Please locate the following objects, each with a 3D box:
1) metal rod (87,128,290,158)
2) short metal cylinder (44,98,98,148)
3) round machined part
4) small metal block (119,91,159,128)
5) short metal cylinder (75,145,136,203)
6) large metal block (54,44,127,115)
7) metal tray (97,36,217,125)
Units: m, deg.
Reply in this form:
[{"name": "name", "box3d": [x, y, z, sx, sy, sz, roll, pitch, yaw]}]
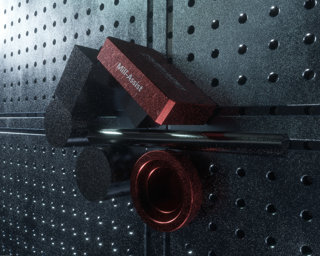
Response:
[{"name": "metal rod", "box3d": [0.009, 0.015, 0.402, 0.300, 0.025, 0.025, 1, 91, 40]}, {"name": "short metal cylinder", "box3d": [-0.149, -0.008, 0.515, 0.080, 0.050, 0.080, 0, 90, 40]}, {"name": "round machined part", "box3d": [0.012, 0.075, 0.389, 0.098, 0.042, 0.097, 0, 90, 40]}, {"name": "small metal block", "box3d": [-0.023, -0.035, 0.429, 0.050, 0.025, 0.050, -46, 63, 30]}, {"name": "short metal cylinder", "box3d": [-0.080, 0.066, 0.459, 0.080, 0.050, 0.080, 0, 90, 40]}, {"name": "large metal block", "box3d": [-0.093, -0.066, 0.451, 0.050, 0.081, 0.080, 46, 117, 29]}, {"name": "metal tray", "box3d": [-0.004, -0.056, 0.370, 0.130, 0.091, 0.030, 48, 119, 29]}]
